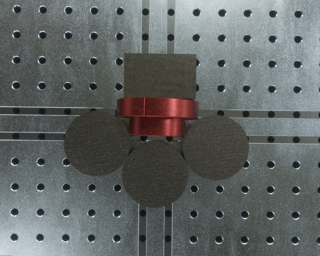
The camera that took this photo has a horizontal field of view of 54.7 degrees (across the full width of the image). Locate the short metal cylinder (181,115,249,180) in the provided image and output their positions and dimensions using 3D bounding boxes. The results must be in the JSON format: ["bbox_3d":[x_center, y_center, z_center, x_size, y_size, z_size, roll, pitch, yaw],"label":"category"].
[{"bbox_3d":[0.068,0.024,0.402,0.081,0.050,0.079,0,90,0],"label":"short metal cylinder"}]

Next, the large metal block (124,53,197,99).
[{"bbox_3d":[0.000,-0.058,0.385,0.081,0.080,0.050,1,90,0],"label":"large metal block"}]

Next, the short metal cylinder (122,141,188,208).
[{"bbox_3d":[-0.006,0.057,0.401,0.081,0.050,0.079,0,90,0],"label":"short metal cylinder"}]

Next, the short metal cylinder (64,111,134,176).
[{"bbox_3d":[-0.076,0.019,0.400,0.081,0.050,0.079,0,90,0],"label":"short metal cylinder"}]

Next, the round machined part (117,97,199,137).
[{"bbox_3d":[-0.003,-0.011,0.375,0.099,0.098,0.042,2,90,0],"label":"round machined part"}]
